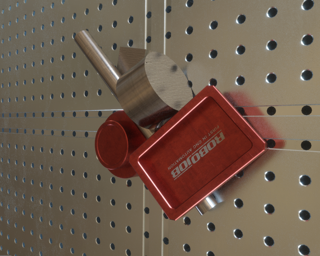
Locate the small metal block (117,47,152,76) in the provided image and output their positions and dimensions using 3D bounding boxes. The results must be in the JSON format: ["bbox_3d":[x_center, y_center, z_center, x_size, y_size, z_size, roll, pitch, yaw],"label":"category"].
[{"bbox_3d":[-0.034,-0.085,0.436,0.050,0.025,0.050,17,101,38],"label":"small metal block"}]

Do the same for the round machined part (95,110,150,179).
[{"bbox_3d":[-0.055,0.023,0.440,0.098,0.042,0.097,0,90,39],"label":"round machined part"}]

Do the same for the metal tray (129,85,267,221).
[{"bbox_3d":[0.039,0.028,0.345,0.130,0.030,0.090,-42,71,14],"label":"metal tray"}]

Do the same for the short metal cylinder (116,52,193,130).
[{"bbox_3d":[-0.006,-0.045,0.376,0.050,0.081,0.080,-31,71,35],"label":"short metal cylinder"}]

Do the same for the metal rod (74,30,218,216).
[{"bbox_3d":[-0.027,-0.018,0.408,0.025,0.025,0.299,-47,70,29],"label":"metal rod"}]
